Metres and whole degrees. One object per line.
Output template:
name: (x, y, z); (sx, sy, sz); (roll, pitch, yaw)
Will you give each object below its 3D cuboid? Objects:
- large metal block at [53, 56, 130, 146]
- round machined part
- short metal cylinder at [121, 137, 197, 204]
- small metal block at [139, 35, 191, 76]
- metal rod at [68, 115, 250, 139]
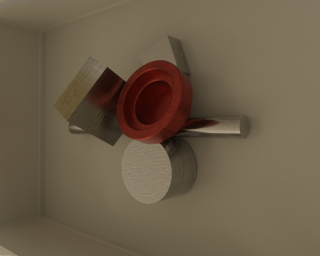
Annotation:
large metal block: (-0.077, -0.034, 0.411); (0.080, 0.080, 0.050); (-54, 44, 0)
round machined part: (-0.002, -0.027, 0.369); (0.098, 0.042, 0.098); (-16, 63, 34)
short metal cylinder: (-0.002, 0.050, 0.387); (0.080, 0.050, 0.079); (0, 90, 39)
small metal block: (0.006, -0.082, 0.399); (0.050, 0.025, 0.050); (-26, 74, 36)
metal rod: (-0.026, -0.001, 0.422); (0.300, 0.025, 0.025); (0, 90, 39)
